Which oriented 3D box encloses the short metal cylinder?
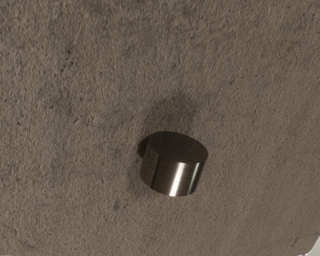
[{"bbox_3d":[0.018,0.045,0.411,0.081,0.080,0.050,0,119,-29],"label":"short metal cylinder"}]
